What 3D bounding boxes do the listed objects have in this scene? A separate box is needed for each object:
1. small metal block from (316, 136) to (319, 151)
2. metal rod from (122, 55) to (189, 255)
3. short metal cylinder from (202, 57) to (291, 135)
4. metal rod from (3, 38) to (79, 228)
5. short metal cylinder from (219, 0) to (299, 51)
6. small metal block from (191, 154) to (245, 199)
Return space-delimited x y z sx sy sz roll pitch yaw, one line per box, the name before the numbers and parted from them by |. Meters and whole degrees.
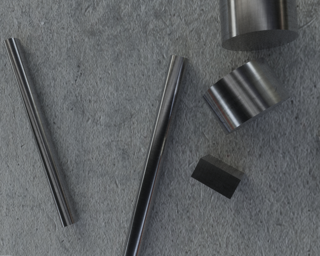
small metal block | 0.205 0.027 0.337 0.050 0.025 0.050 -16 85 19
metal rod | -0.010 0.054 0.412 0.025 0.025 0.298 15 95 19
short metal cylinder | 0.095 -0.034 0.346 0.080 0.080 0.050 -33 79 17
metal rod | -0.183 0.002 0.473 0.025 0.025 0.299 -23 83 18
short metal cylinder | 0.108 -0.120 0.342 0.080 0.080 0.050 -3 89 20
small metal block | 0.071 0.056 0.371 0.050 0.050 0.025 29 100 17
